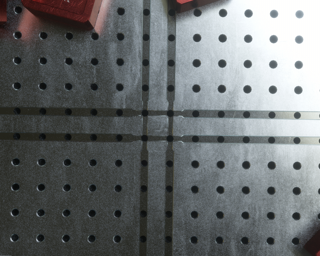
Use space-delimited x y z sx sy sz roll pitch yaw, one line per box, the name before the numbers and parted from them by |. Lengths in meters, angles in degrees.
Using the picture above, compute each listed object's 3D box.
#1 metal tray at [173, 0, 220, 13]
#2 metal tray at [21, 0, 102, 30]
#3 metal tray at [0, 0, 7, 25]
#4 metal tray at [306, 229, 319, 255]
metal tray | 0.045 -0.232 0.411 0.090 0.030 0.129 -18 90 0
metal tray | -0.117 -0.207 0.409 0.090 0.030 0.129 16 90 0
metal tray | -0.262 -0.186 0.388 0.131 0.030 0.089 11 109 6
metal tray | 0.275 0.148 0.413 0.090 0.030 0.130 44 90 0
